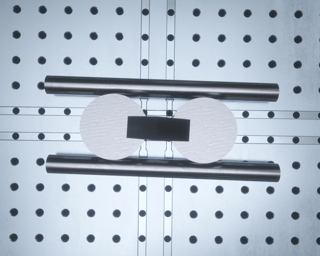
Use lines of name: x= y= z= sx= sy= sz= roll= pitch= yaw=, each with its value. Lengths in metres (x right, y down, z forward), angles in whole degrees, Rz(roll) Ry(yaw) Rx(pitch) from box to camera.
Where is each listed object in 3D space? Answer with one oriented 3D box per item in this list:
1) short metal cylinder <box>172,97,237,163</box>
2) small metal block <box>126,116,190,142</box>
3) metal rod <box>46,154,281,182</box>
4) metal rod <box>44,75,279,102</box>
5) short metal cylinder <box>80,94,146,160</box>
short metal cylinder: x=0.053 y=0.003 z=0.398 sx=0.081 sy=0.050 sz=0.079 roll=0 pitch=90 yaw=0
small metal block: x=-0.002 y=0.001 z=0.351 sx=0.050 sy=0.050 sz=0.025 roll=4 pitch=89 yaw=-43
metal rod: x=0.005 y=0.053 z=0.410 sx=0.302 sy=0.025 sz=0.025 roll=2 pitch=90 yaw=0
metal rod: x=0.003 y=-0.052 z=0.410 sx=0.302 sy=0.025 sz=0.025 roll=2 pitch=90 yaw=0
short metal cylinder: x=-0.056 y=-0.002 z=0.397 sx=0.081 sy=0.050 sz=0.079 roll=0 pitch=90 yaw=0
